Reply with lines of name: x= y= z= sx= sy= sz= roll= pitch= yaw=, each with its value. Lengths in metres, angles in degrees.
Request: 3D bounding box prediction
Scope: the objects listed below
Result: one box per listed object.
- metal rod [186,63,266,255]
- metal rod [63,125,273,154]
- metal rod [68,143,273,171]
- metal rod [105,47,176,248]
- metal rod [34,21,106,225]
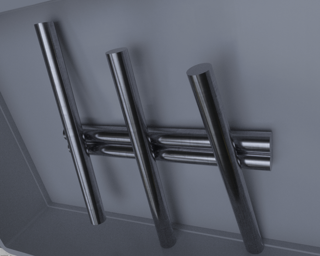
metal rod: x=0.088 y=0.063 z=0.370 sx=0.025 sy=0.025 sz=0.299 roll=-4 pitch=125 yaw=30
metal rod: x=-0.008 y=0.012 z=0.418 sx=0.301 sy=0.025 sz=0.025 roll=2 pitch=119 yaw=26
metal rod: x=-0.004 y=0.033 z=0.429 sx=0.301 sy=0.025 sz=0.025 roll=2 pitch=119 yaw=26
metal rod: x=-0.018 y=0.044 z=0.410 sx=0.025 sy=0.025 sz=0.298 roll=1 pitch=119 yaw=27
metal rod: x=-0.123 y=0.005 z=0.442 sx=0.025 sy=0.025 sz=0.298 roll=-1 pitch=110 yaw=28
